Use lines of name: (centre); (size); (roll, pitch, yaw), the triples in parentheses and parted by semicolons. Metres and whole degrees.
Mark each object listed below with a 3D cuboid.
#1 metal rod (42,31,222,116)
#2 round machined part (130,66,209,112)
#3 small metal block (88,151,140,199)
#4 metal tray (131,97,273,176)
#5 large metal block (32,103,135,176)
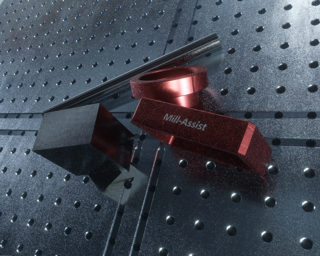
metal rod: (-0.052, -0.072, 0.477); (0.301, 0.025, 0.025); (-21, 54, 14)
round machined part: (0.014, -0.049, 0.398); (0.099, 0.042, 0.098); (-9, 18, 3)
small metal block: (-0.064, 0.055, 0.406); (0.050, 0.025, 0.050); (-45, 51, -4)
metal tray: (0.045, 0.009, 0.334); (0.130, 0.090, 0.030); (16, 79, 34)
large metal block: (-0.088, 0.018, 0.375); (0.080, 0.080, 0.050); (-8, 58, 24)
